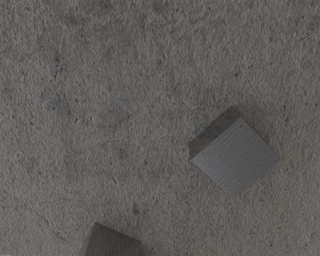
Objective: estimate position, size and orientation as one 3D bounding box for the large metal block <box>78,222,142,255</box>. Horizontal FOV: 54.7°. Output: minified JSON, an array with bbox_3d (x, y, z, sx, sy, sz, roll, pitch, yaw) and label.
[{"bbox_3d":[-0.076,0.196,0.452,0.080,0.080,0.050,27,108,-10],"label":"large metal block"}]

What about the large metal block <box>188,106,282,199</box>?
[{"bbox_3d":[0.096,0.031,0.409,0.080,0.050,0.080,43,104,-14],"label":"large metal block"}]
